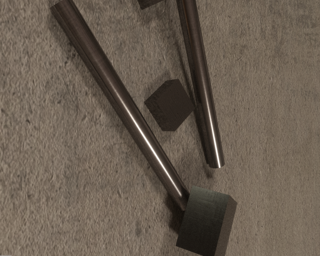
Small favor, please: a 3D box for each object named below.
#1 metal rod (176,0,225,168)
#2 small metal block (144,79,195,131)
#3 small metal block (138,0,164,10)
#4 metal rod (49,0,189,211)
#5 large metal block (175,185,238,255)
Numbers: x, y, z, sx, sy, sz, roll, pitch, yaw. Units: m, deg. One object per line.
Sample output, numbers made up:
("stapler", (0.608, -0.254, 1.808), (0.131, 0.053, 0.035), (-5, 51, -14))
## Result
("metal rod", (0.055, -0.080, 0.434), (0.025, 0.025, 0.298), (-29, 114, -37))
("small metal block", (0.014, -0.031, 0.419), (0.050, 0.025, 0.050), (-48, 119, -30))
("small metal block", (-0.009, -0.187, 0.398), (0.050, 0.025, 0.050), (-39, 114, -33))
("metal rod", (-0.033, -0.011, 0.378), (0.025, 0.025, 0.299), (-45, 117, -31))
("large metal block", (0.068, 0.131, 0.428), (0.080, 0.050, 0.080), (45, 60, -61))
